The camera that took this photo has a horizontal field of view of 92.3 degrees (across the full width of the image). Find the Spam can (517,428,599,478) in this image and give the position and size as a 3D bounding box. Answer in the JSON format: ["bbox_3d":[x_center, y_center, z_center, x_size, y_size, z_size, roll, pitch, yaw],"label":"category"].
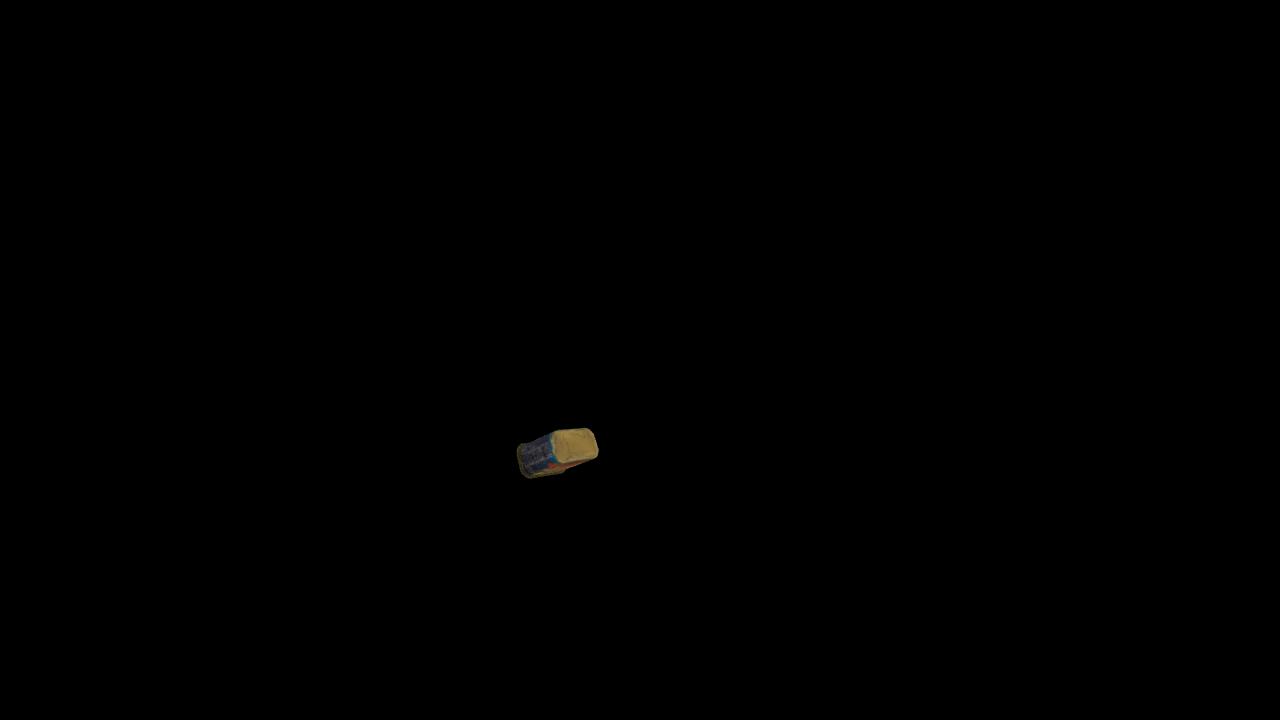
[{"bbox_3d":[-0.130,0.146,0.980,0.085,0.058,0.101,-27,-17,34],"label":"Spam can"}]
